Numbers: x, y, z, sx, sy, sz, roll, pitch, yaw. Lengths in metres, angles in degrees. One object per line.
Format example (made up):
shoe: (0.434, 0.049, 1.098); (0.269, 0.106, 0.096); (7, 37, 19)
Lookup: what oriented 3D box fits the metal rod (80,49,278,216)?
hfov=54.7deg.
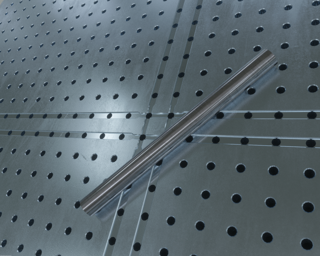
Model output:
metal rod: (0.023, 0.006, 0.391); (0.300, 0.025, 0.025); (-40, 51, 1)
